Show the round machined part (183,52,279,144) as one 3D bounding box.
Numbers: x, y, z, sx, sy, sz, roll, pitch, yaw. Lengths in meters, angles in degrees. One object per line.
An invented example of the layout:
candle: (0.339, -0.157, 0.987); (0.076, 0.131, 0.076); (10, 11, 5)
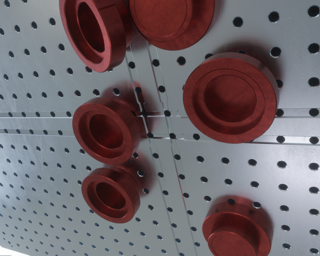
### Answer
round machined part: (0.078, -0.035, 0.338); (0.098, 0.042, 0.097); (13, 124, 21)

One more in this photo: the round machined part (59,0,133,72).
round machined part: (-0.068, -0.116, 0.350); (0.098, 0.042, 0.097); (36, 144, 32)

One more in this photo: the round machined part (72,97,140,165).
round machined part: (-0.071, 0.001, 0.439); (0.098, 0.042, 0.097); (13, 124, 21)

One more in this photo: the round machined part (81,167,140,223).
round machined part: (-0.075, 0.104, 0.505); (0.098, 0.042, 0.097); (13, 124, 21)

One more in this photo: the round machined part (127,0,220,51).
round machined part: (0.008, -0.127, 0.318); (0.098, 0.042, 0.097); (13, 124, 21)

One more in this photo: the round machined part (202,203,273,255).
round machined part: (0.107, 0.158, 0.442); (0.098, 0.042, 0.097); (13, 124, 21)
